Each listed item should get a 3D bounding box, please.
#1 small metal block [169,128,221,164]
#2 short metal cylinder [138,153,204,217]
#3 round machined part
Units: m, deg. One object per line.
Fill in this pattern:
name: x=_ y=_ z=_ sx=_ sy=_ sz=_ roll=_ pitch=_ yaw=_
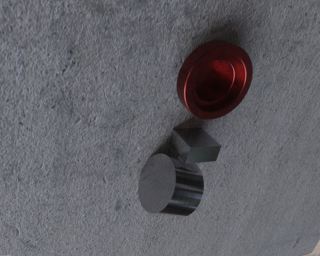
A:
small metal block: x=0.048 y=0.023 z=0.432 sx=0.050 sy=0.050 sz=0.025 roll=-1 pitch=119 yaw=-28
short metal cylinder: x=0.014 y=0.079 z=0.428 sx=0.050 sy=0.080 sz=0.080 roll=18 pitch=109 yaw=-36
round machined part: x=0.064 y=-0.063 z=0.392 sx=0.099 sy=0.042 sz=0.097 roll=-14 pitch=124 yaw=-21
